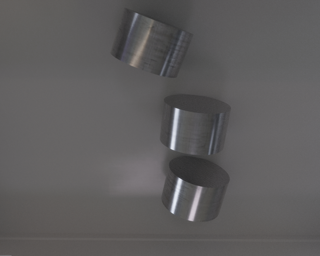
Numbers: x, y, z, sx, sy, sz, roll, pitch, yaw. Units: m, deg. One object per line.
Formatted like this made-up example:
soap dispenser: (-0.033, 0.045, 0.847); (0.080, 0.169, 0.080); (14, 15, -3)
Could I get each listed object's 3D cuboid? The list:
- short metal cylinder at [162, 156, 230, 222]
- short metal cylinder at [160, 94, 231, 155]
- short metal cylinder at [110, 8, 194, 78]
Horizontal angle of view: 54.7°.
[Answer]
short metal cylinder: (0.046, 0.078, 0.411); (0.081, 0.080, 0.050); (11, 110, -4)
short metal cylinder: (0.042, -0.007, 0.380); (0.081, 0.080, 0.050); (5, 110, -2)
short metal cylinder: (-0.009, -0.095, 0.347); (0.080, 0.080, 0.050); (19, 109, -7)
